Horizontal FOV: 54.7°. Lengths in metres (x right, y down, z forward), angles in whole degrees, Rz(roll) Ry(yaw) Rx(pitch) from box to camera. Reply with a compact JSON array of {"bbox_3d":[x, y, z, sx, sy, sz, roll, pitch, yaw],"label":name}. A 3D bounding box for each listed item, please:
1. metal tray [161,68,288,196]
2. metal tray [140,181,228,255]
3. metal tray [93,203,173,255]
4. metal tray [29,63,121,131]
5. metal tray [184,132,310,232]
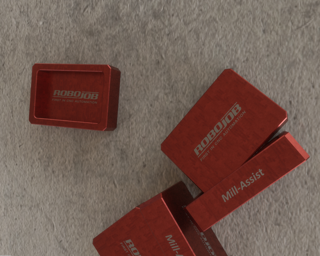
[{"bbox_3d":[0.075,0.006,0.373,0.090,0.030,0.130,44,102,21],"label":"metal tray"},{"bbox_3d":[0.036,0.131,0.361,0.030,0.090,0.130,-34,79,17],"label":"metal tray"},{"bbox_3d":[-0.019,0.178,0.412,0.090,0.030,0.130,-40,78,15],"label":"metal tray"},{"bbox_3d":[-0.125,-0.045,0.448,0.130,0.030,0.089,5,92,19],"label":"metal tray"},{"bbox_3d":[0.094,0.055,0.340,0.130,0.090,0.030,-40,78,15],"label":"metal tray"}]
